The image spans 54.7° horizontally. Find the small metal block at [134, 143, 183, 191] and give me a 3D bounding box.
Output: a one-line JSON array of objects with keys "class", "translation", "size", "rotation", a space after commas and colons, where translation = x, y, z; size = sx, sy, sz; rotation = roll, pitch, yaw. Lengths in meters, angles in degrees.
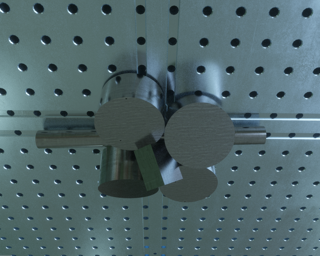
[{"class": "small metal block", "translation": [-0.001, 0.046, 0.383], "size": [0.025, 0.050, 0.050], "rotation": [-25, 168, 26]}]

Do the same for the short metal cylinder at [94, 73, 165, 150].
[{"class": "short metal cylinder", "translation": [-0.035, -0.019, 0.374], "size": [0.081, 0.050, 0.079], "rotation": [0, 130, 0]}]

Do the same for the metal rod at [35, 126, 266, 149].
[{"class": "metal rod", "translation": [-0.012, 0.012, 0.417], "size": [0.302, 0.025, 0.025], "rotation": [-1, 130, 0]}]

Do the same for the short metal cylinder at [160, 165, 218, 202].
[{"class": "short metal cylinder", "translation": [0.039, 0.062, 0.443], "size": [0.081, 0.050, 0.079], "rotation": [0, 130, 0]}]

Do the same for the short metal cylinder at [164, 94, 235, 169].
[{"class": "short metal cylinder", "translation": [0.045, 0.002, 0.376], "size": [0.081, 0.050, 0.079], "rotation": [0, 107, 0]}]

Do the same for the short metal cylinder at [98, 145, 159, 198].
[{"class": "short metal cylinder", "translation": [-0.042, 0.061, 0.426], "size": [0.081, 0.050, 0.080], "rotation": [-1, 150, 0]}]
